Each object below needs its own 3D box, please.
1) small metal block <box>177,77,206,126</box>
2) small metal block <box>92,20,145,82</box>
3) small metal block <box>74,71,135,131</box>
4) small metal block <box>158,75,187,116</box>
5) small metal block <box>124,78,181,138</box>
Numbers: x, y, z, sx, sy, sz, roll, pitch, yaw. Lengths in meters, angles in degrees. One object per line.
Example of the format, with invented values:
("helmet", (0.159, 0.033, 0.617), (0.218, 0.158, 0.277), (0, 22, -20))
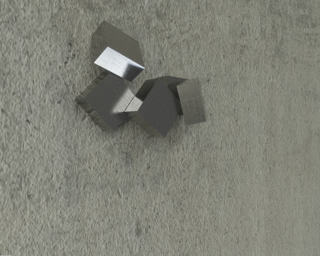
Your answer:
("small metal block", (0.041, -0.035, 0.394), (0.050, 0.025, 0.050), (-60, 137, -73))
("small metal block", (-0.048, -0.087, 0.352), (0.050, 0.025, 0.050), (24, 38, -38))
("small metal block", (-0.060, -0.031, 0.357), (0.050, 0.025, 0.050), (-52, 121, -27))
("small metal block", (0.021, -0.042, 0.426), (0.050, 0.025, 0.050), (2, 89, -40))
("small metal block", (-0.006, -0.023, 0.369), (0.050, 0.025, 0.050), (45, 63, -31))
